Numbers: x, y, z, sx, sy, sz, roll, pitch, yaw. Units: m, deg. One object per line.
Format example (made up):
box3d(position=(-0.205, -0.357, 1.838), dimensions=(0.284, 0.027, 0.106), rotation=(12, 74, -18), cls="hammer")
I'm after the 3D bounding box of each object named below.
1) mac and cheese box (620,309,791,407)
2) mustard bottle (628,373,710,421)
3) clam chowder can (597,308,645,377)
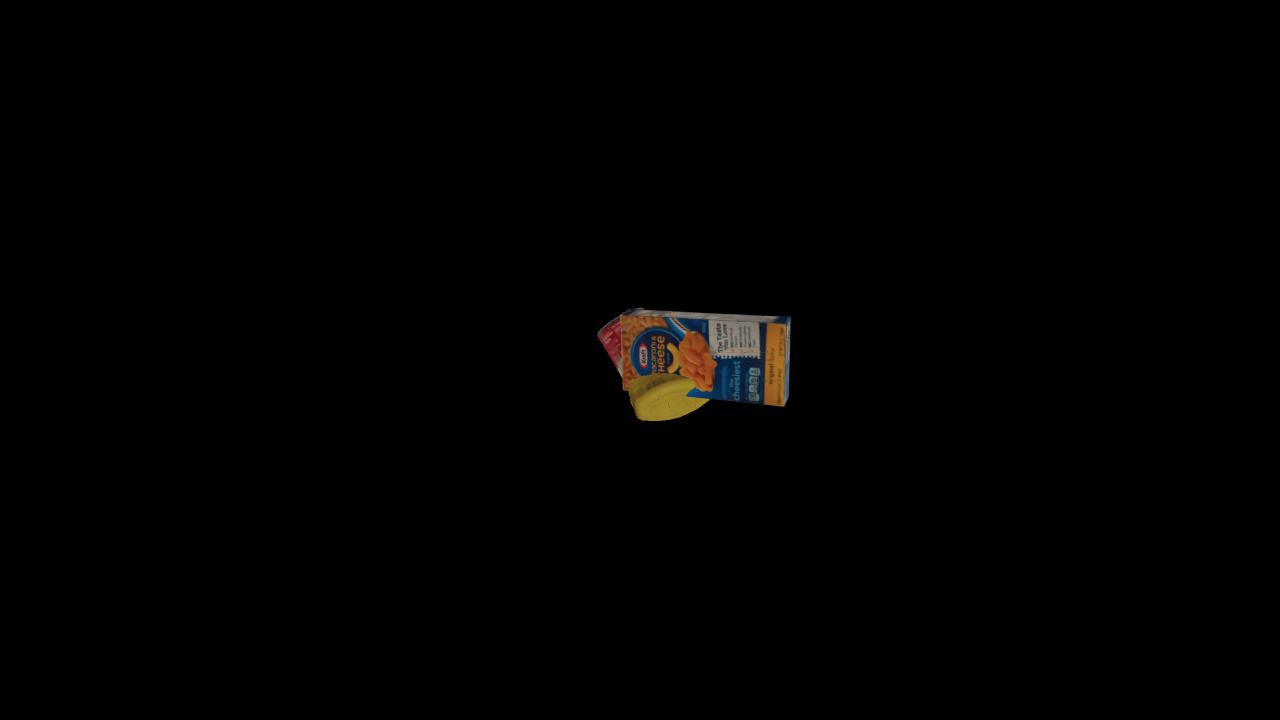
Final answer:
box3d(position=(0.070, -0.005, 0.676), dimensions=(0.184, 0.093, 0.041), rotation=(4, 18, 21), cls="mac and cheese box")
box3d(position=(0.018, -0.006, 0.749), dimensions=(0.092, 0.054, 0.184), rotation=(-21, 38, -1), cls="mustard bottle")
box3d(position=(0.002, -0.003, 0.752), dimensions=(0.068, 0.102, 0.068), rotation=(-29, -11, -6), cls="clam chowder can")
